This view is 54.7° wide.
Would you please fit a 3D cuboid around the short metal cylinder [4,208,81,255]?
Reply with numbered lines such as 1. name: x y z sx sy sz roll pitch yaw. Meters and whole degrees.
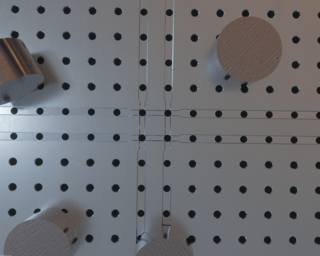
1. short metal cylinder: -0.149 0.149 0.399 0.081 0.050 0.079 0 90 -1

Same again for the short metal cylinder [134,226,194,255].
1. short metal cylinder: 0.005 0.174 0.401 0.081 0.050 0.079 0 90 -1

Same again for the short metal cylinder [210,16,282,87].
1. short metal cylinder: 0.109 -0.097 0.402 0.081 0.050 0.079 0 90 -1

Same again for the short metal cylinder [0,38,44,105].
1. short metal cylinder: -0.194 -0.067 0.383 0.080 0.080 0.050 -30 90 0
